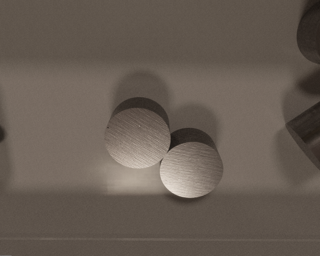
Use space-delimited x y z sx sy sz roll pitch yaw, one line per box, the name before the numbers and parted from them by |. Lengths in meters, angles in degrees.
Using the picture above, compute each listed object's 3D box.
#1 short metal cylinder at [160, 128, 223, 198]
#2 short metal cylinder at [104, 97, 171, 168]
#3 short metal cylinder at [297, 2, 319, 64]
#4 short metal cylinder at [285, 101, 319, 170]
short metal cylinder | 0.040 0.046 0.415 0.081 0.050 0.079 0 110 -1
short metal cylinder | -0.027 0.005 0.400 0.081 0.050 0.079 0 110 -1
short metal cylinder | 0.210 -0.110 0.360 0.081 0.050 0.079 0 110 -1
short metal cylinder | 0.205 0.013 0.390 0.050 0.080 0.080 -37 106 12
